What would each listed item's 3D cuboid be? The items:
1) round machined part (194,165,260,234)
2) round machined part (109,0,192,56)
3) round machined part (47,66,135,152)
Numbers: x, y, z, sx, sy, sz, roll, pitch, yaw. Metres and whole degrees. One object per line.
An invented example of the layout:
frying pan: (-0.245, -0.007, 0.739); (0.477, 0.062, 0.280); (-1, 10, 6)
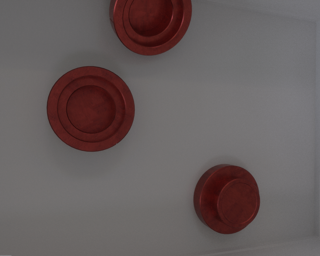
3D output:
round machined part: (0.101, 0.102, 0.439); (0.099, 0.042, 0.097); (0, 90, -20)
round machined part: (-0.014, -0.143, 0.380); (0.099, 0.042, 0.097); (-13, 129, -17)
round machined part: (-0.083, -0.022, 0.371); (0.099, 0.042, 0.097); (0, 90, -20)
